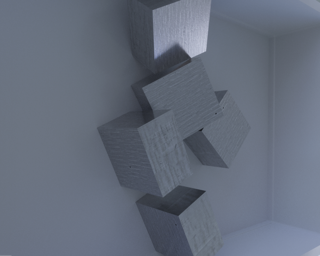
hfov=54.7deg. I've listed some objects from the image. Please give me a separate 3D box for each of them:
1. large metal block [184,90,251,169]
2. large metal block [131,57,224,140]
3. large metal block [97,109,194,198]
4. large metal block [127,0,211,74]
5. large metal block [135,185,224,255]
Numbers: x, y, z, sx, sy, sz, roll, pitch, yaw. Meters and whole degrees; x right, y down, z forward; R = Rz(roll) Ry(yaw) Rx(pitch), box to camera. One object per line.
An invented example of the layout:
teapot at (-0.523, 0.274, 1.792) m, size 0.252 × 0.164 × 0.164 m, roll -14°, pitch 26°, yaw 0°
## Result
large metal block at (0.082, 0.002, 0.462) m, size 0.080 × 0.050 × 0.080 m, roll 51°, pitch 60°, yaw -28°
large metal block at (0.022, -0.035, 0.392) m, size 0.080 × 0.050 × 0.080 m, roll -30°, pitch 109°, yaw -13°
large metal block at (-0.018, 0.026, 0.358) m, size 0.050 × 0.080 × 0.080 m, roll -31°, pitch 110°, yaw -36°
large metal block at (0.011, -0.123, 0.368) m, size 0.081 × 0.050 × 0.080 m, roll -29°, pitch 143°, yaw -23°
large metal block at (0.025, 0.121, 0.394) m, size 0.050 × 0.080 × 0.080 m, roll -32°, pitch 110°, yaw -36°
